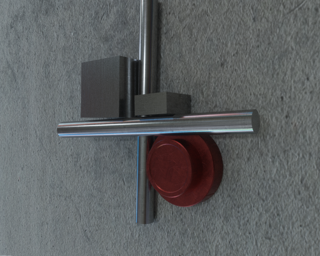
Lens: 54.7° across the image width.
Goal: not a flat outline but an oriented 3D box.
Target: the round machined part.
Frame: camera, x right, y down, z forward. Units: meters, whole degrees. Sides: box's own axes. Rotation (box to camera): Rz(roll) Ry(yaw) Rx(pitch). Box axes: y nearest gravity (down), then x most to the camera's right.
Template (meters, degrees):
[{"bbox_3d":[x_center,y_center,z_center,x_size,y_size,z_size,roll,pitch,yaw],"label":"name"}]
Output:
[{"bbox_3d":[0.022,0.047,0.374,0.098,0.042,0.097,0,90,39],"label":"round machined part"}]

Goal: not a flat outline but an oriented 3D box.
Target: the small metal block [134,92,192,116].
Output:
[{"bbox_3d":[0.004,-0.028,0.385,0.050,0.050,0.025,-2,89,39],"label":"small metal block"}]

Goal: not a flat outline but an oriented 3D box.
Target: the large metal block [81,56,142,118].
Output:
[{"bbox_3d":[-0.067,-0.054,0.442,0.080,0.050,0.079,1,91,39],"label":"large metal block"}]

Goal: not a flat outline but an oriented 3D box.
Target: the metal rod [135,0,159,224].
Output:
[{"bbox_3d":[-0.018,-0.022,0.419,0.025,0.025,0.298,2,91,39],"label":"metal rod"}]

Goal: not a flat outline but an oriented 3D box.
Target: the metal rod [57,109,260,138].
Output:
[{"bbox_3d":[-0.027,-0.002,0.394,0.300,0.025,0.025,-2,89,35],"label":"metal rod"}]
